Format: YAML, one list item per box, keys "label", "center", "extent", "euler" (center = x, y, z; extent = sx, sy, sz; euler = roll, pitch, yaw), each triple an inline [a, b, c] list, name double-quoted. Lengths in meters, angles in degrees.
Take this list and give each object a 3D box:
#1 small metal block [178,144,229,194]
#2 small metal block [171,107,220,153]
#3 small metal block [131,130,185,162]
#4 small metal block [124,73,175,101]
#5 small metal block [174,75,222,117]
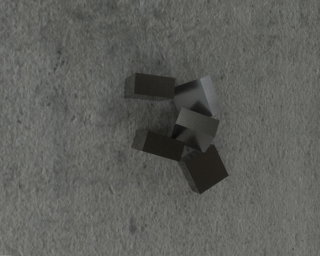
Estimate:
- label: "small metal block"
  center: [0.060, 0.056, 0.433]
  extent: [0.050, 0.025, 0.050]
  euler: [-29, 100, -18]
- label: "small metal block"
  center: [0.044, 0.004, 0.402]
  extent: [0.050, 0.050, 0.025]
  euler: [20, 63, 2]
- label: "small metal block"
  center: [-0.003, 0.022, 0.396]
  extent: [0.050, 0.050, 0.025]
  euler: [18, 85, -20]
- label: "small metal block"
  center: [-0.014, -0.050, 0.391]
  extent: [0.050, 0.050, 0.025]
  euler: [4, 89, -20]
- label: "small metal block"
  center: [0.047, -0.038, 0.411]
  extent: [0.025, 0.050, 0.050]
  euler: [-28, 101, -48]
